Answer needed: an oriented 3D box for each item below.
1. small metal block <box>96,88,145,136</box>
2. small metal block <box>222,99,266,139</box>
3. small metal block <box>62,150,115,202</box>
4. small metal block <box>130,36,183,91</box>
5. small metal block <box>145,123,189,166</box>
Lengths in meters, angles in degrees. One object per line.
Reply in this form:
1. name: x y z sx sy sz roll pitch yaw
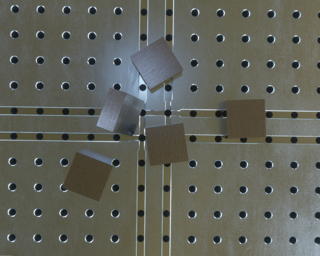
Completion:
1. small metal block: -0.049 -0.019 0.397 0.025 0.050 0.050 19 90 24
2. small metal block: 0.112 -0.012 0.415 0.050 0.025 0.050 -2 90 -1
3. small metal block: -0.094 0.063 0.412 0.050 0.025 0.050 21 90 -1
4. small metal block: -0.004 -0.085 0.413 0.050 0.025 0.050 -31 90 -1
5. small metal block: 0.009 0.021 0.414 0.050 0.025 0.050 -8 90 -1
